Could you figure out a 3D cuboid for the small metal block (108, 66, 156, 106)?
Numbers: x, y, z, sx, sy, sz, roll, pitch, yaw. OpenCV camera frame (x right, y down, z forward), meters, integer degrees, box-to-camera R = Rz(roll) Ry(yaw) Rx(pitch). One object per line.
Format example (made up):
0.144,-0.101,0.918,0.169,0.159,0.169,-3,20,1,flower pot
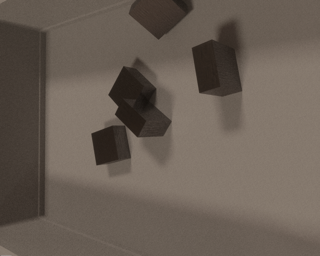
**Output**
-0.040,-0.051,0.438,0.050,0.025,0.050,47,118,29,small metal block

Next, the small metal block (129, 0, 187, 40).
-0.002,-0.148,0.387,0.050,0.050,0.025,-35,33,34,small metal block

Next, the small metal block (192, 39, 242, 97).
0.063,-0.063,0.337,0.025,0.050,0.050,-14,81,39,small metal block

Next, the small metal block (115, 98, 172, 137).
-0.022,-0.013,0.406,0.050,0.050,0.025,43,116,31,small metal block

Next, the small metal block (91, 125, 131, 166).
-0.074,0.026,0.465,0.050,0.025,0.050,-18,79,38,small metal block
